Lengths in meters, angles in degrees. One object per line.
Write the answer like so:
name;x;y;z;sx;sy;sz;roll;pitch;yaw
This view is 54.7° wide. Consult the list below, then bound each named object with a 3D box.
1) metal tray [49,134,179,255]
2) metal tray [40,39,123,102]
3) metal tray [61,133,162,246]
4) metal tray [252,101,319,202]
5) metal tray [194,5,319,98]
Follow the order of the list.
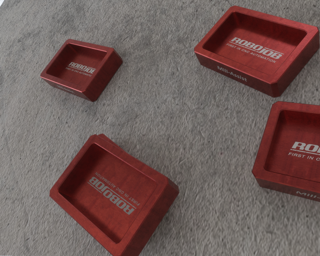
metal tray;-0.055;0.071;0.346;0.130;0.030;0.090;26;76;36
metal tray;-0.138;-0.103;0.536;0.130;0.030;0.090;21;73;35
metal tray;-0.060;0.074;0.387;0.130;0.030;0.090;33;80;38
metal tray;0.166;0.026;0.297;0.130;0.030;0.090;11;67;32
metal tray;0.120;-0.104;0.400;0.090;0.030;0.130;-49;52;-7
